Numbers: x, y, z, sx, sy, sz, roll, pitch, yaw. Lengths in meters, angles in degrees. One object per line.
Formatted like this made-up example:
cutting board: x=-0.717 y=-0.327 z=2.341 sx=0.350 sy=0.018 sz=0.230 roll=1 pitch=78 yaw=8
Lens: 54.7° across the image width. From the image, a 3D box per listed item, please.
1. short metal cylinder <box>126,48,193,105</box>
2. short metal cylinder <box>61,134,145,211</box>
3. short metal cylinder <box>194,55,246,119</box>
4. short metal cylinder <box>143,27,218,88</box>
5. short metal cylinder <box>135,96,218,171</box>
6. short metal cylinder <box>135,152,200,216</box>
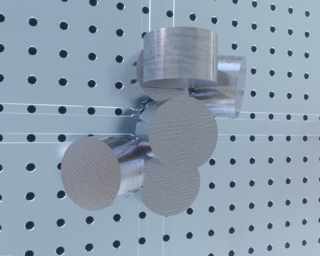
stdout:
short metal cylinder: x=0.002 y=-0.069 z=0.399 sx=0.081 sy=0.050 sz=0.079 roll=0 pitch=91 yaw=-20
short metal cylinder: x=-0.064 y=0.048 z=0.354 sx=0.050 sy=0.080 sz=0.079 roll=-4 pitch=92 yaw=-64
short metal cylinder: x=0.080 y=-0.055 z=0.405 sx=0.050 sy=0.080 sz=0.080 roll=9 pitch=86 yaw=21
short metal cylinder: x=0.022 y=-0.073 z=0.337 sx=0.081 sy=0.080 sz=0.050 roll=0 pitch=90 yaw=-20
short metal cylinder: x=0.018 y=0.006 z=0.352 sx=0.081 sy=0.050 sz=0.079 roll=0 pitch=90 yaw=-20
short metal cylinder: x=0.004 y=0.067 z=0.400 sx=0.081 sy=0.050 sz=0.079 roll=0 pitch=91 yaw=-20
